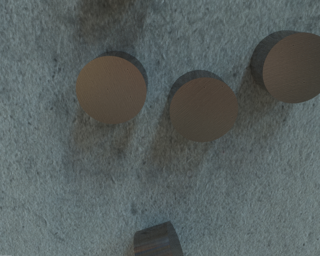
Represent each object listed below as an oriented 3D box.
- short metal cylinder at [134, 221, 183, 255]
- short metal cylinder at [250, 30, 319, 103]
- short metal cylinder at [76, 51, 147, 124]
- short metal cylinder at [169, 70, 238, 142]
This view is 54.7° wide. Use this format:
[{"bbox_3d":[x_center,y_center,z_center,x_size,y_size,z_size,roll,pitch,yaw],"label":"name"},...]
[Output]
[{"bbox_3d":[0.001,0.182,0.448,0.050,0.080,0.080,-20,109,7],"label":"short metal cylinder"},{"bbox_3d":[0.156,-0.075,0.371,0.081,0.050,0.079,0,110,-1],"label":"short metal cylinder"},{"bbox_3d":[-0.056,-0.051,0.377,0.081,0.050,0.079,0,110,-1],"label":"short metal cylinder"},{"bbox_3d":[0.051,-0.029,0.387,0.081,0.050,0.079,0,110,-1],"label":"short metal cylinder"}]
